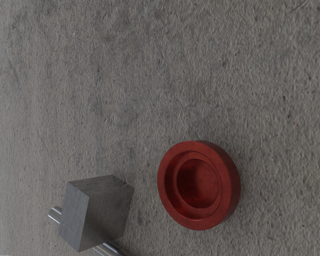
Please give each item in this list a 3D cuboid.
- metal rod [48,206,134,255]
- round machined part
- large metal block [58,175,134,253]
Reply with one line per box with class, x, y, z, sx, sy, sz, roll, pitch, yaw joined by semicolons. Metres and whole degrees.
metal rod;-0.078;0.185;0.469;0.300;0.025;0.025;15;100;39
round machined part;0.048;0.062;0.355;0.098;0.042;0.097;0;90;40
large metal block;-0.091;0.118;0.444;0.050;0.081;0.079;22;104;38
